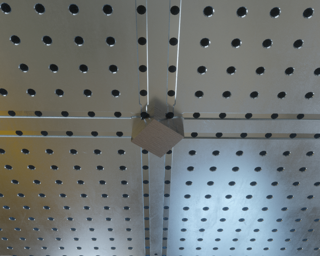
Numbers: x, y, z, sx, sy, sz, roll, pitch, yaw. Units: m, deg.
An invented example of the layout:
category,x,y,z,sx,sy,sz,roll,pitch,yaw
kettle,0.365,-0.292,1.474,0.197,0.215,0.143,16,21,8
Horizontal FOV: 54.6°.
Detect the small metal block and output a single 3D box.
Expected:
category,x,y,z,sx,sy,sz,roll,pitch,yaw
small metal block,-0.003,0.007,0.417,0.050,0.025,0.050,31,124,-24
